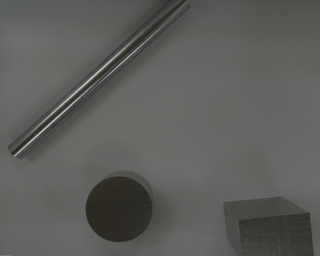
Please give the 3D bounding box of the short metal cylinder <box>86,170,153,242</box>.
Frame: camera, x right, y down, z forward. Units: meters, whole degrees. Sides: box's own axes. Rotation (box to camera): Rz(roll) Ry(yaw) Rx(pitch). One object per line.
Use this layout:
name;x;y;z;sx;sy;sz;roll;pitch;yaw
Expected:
short metal cylinder;-0.050;0.098;0.398;0.081;0.050;0.079;0;90;-1

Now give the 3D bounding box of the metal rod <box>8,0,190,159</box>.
metal rod;-0.080;-0.069;0.410;0.300;0.025;0.025;-42;91;-1

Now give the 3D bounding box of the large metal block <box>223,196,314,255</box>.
large metal block;0.130;0.123;0.386;0.081;0.080;0.050;-5;90;-1
